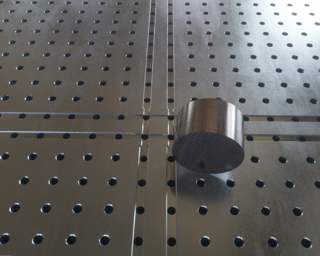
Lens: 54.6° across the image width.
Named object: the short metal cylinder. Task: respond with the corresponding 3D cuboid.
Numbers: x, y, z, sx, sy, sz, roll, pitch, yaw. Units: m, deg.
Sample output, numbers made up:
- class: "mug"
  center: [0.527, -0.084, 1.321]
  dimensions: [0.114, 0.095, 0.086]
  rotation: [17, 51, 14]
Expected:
- class: "short metal cylinder"
  center: [0.057, 0.011, 0.363]
  dimensions: [0.080, 0.080, 0.050]
  rotation: [7, 51, 6]
